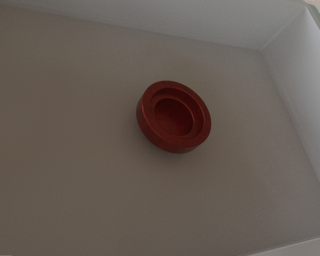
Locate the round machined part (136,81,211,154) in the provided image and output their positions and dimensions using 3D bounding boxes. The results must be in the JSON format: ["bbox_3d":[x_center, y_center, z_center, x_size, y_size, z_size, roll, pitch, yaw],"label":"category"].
[{"bbox_3d":[0.014,-0.010,0.406,0.099,0.042,0.098,14,56,-21],"label":"round machined part"}]
